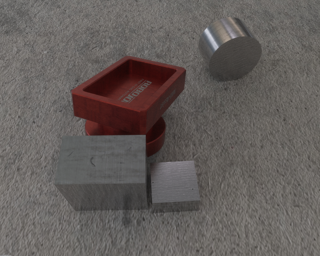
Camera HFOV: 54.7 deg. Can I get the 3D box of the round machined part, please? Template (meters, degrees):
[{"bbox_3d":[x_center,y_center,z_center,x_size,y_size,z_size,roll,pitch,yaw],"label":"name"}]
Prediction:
[{"bbox_3d":[-0.042,-0.006,0.380,0.099,0.042,0.098,3,33,-2],"label":"round machined part"}]

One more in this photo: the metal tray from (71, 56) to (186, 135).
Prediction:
[{"bbox_3d":[-0.032,-0.046,0.376,0.090,0.030,0.131,16,35,17],"label":"metal tray"}]

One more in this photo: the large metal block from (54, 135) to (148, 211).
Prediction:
[{"bbox_3d":[-0.054,0.049,0.322,0.081,0.080,0.050,-1,58,-1],"label":"large metal block"}]

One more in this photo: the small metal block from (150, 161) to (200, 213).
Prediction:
[{"bbox_3d":[0.015,0.066,0.348,0.050,0.025,0.050,-3,50,-3],"label":"small metal block"}]

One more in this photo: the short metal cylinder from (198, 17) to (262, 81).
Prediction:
[{"bbox_3d":[0.104,-0.118,0.467,0.081,0.080,0.050,-10,51,-9],"label":"short metal cylinder"}]
